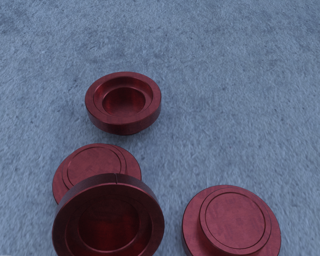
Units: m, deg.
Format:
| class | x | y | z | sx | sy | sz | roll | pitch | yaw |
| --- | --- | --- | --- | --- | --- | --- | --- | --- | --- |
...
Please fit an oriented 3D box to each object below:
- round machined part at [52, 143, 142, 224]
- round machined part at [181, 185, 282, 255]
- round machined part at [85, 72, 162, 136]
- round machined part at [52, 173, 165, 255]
| class | x | y | z | sx | sy | sz | roll | pitch | yaw |
| --- | --- | --- | --- | --- | --- | --- | --- | --- | --- |
| round machined part | -0.070 | 0.056 | 0.345 | 0.099 | 0.042 | 0.098 | 0 | 50 | 0 |
| round machined part | 0.071 | 0.099 | 0.310 | 0.099 | 0.042 | 0.098 | 0 | 50 | 0 |
| round machined part | -0.047 | -0.028 | 0.416 | 0.099 | 0.042 | 0.098 | 0 | 50 | 0 |
| round machined part | -0.048 | 0.086 | 0.293 | 0.099 | 0.097 | 0.042 | -11 | 19 | -9 |
